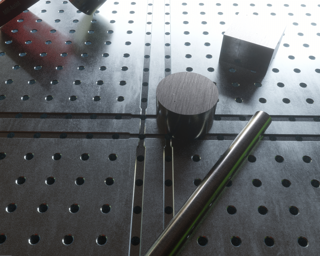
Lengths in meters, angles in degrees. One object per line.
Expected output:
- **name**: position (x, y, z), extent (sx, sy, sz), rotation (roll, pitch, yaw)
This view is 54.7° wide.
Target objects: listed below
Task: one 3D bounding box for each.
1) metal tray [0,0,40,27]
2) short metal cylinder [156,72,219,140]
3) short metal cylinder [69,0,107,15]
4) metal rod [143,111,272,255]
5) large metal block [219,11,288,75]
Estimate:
- **metal tray**: position (-0.244, -0.239, 0.559), extent (0.130, 0.030, 0.090), rotation (-14, 42, 32)
- **short metal cylinder**: position (0.035, -0.031, 0.418), extent (0.081, 0.050, 0.080), rotation (0, 50, 0)
- **short metal cylinder**: position (-0.139, -0.261, 0.581), extent (0.050, 0.080, 0.080), rotation (-35, 47, 24)
- **metal rod**: position (0.048, 0.078, 0.342), extent (0.025, 0.025, 0.301), rotation (31, 56, 23)
- **large metal block**: position (0.154, -0.143, 0.513), extent (0.080, 0.050, 0.080), rotation (23, 53, 17)
